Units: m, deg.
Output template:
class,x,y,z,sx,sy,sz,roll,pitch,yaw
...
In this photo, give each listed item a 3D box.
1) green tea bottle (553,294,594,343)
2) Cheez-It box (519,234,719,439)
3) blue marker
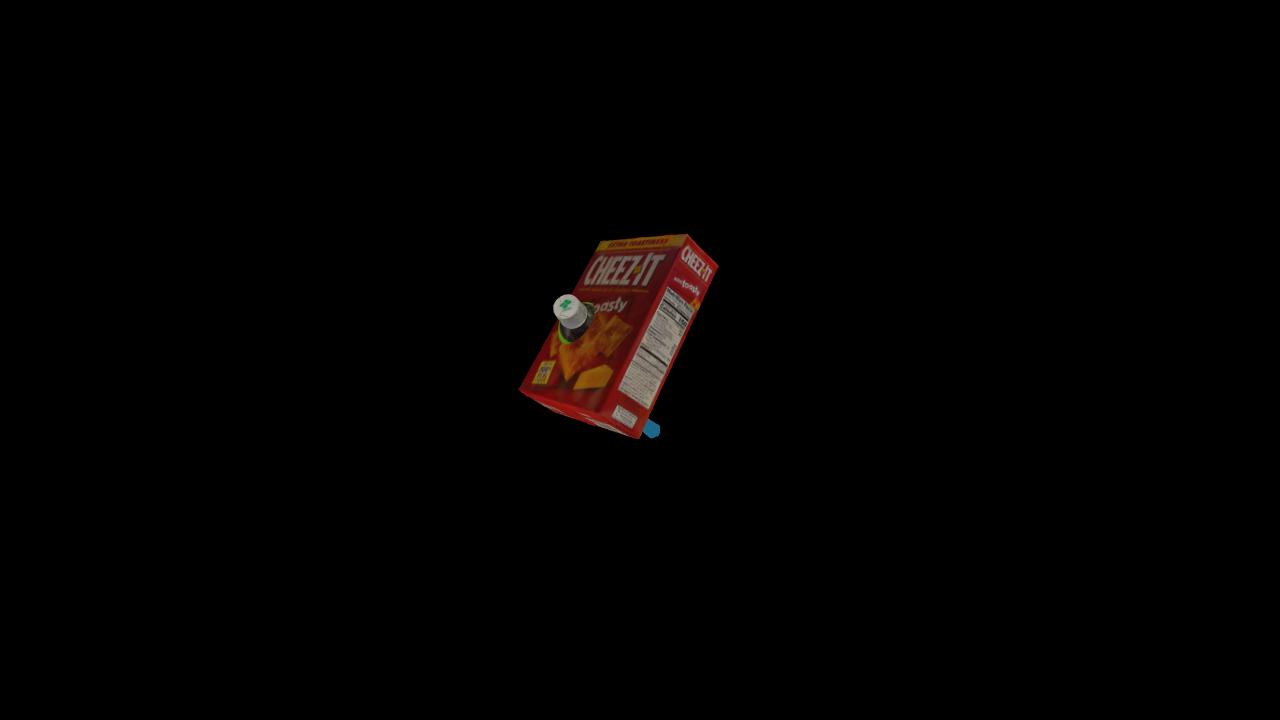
class,x,y,z,sx,sy,sz,roll,pitch,yaw
green tea bottle,-0.052,-0.019,0.757,0.073,0.073,0.212,0,-19,17
Cheez-It box,-0.026,-0.035,0.710,0.166,0.223,0.071,10,-21,49
blue marker,-0.019,0.056,0.707,0.121,0.020,0.020,39,-23,-31
